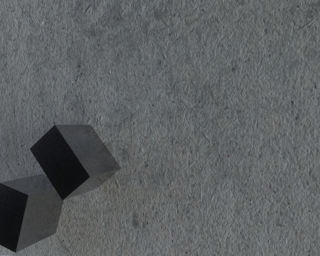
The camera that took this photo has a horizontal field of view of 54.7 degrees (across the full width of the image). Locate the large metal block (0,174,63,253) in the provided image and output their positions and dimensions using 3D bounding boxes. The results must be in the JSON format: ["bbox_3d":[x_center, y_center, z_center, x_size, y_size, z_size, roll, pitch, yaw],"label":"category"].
[{"bbox_3d":[-0.188,0.118,0.446,0.050,0.080,0.080,16,96,19],"label":"large metal block"}]

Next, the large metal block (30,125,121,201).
[{"bbox_3d":[-0.111,0.042,0.419,0.050,0.080,0.080,-41,77,16],"label":"large metal block"}]
